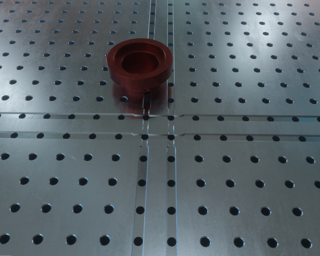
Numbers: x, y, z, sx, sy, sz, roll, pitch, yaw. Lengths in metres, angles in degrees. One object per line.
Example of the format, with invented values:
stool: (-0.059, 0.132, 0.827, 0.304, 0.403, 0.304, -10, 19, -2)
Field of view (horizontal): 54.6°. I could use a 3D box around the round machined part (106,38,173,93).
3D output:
round machined part: (-0.030, -0.091, 0.474, 0.099, 0.042, 0.098, 0, 50, 0)
